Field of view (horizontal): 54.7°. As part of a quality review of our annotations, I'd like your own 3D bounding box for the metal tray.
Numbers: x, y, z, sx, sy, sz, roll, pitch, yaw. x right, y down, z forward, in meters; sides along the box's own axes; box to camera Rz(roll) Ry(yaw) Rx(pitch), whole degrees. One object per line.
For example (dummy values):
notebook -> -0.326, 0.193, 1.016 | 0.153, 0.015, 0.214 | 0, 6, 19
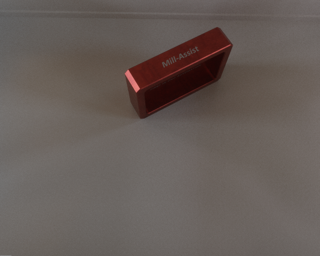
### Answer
metal tray -> 0.023, -0.067, 0.400 | 0.131, 0.090, 0.030 | -28, 73, -10
